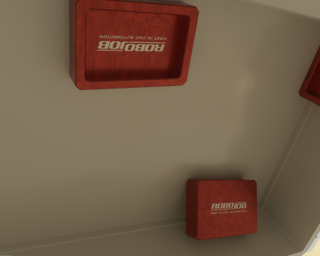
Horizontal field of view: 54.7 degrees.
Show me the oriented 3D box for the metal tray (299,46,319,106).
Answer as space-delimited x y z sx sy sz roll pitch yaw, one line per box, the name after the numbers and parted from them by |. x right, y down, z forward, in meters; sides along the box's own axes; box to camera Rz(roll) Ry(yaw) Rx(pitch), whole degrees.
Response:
0.279 -0.064 0.453 0.030 0.130 0.089 0 118 -29 | metal tray

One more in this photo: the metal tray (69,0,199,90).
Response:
-0.028 -0.090 0.333 0.131 0.030 0.089 -6 121 -25 | metal tray

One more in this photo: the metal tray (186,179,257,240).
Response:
0.105 0.131 0.514 0.131 0.030 0.090 6 81 -31 | metal tray
